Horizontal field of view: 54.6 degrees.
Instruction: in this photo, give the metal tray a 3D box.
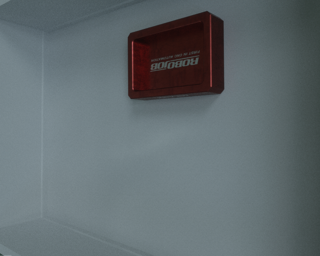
[{"bbox_3d":[0.015,-0.084,0.391,0.130,0.030,0.090,-1,90,40],"label":"metal tray"}]
